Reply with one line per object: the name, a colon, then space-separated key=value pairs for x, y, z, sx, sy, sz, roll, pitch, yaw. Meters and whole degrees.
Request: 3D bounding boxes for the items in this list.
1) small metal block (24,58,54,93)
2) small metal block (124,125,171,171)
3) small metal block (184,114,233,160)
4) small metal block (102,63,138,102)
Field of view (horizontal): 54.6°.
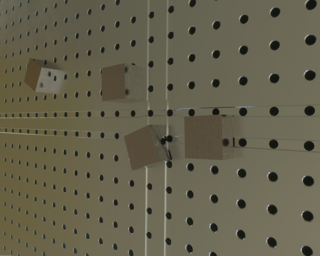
small metal block: x=-0.238 y=-0.103 z=0.608 sx=0.050 sy=0.025 sz=0.050 roll=36 pitch=112 yaw=34
small metal block: x=-0.018 y=0.027 z=0.426 sx=0.050 sy=0.025 sz=0.050 roll=-24 pitch=75 yaw=37
small metal block: x=0.057 y=0.011 z=0.363 sx=0.050 sy=0.025 sz=0.050 roll=-2 pitch=89 yaw=40
small metal block: x=-0.060 y=-0.066 z=0.461 sx=0.050 sy=0.025 sz=0.050 roll=-2 pitch=89 yaw=40
